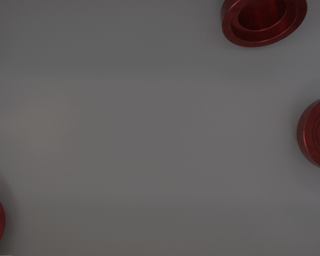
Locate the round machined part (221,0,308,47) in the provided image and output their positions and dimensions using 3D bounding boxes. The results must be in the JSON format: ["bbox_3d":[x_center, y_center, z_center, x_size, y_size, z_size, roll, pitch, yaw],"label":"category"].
[{"bbox_3d":[0.124,-0.148,0.381,0.099,0.098,0.042,-2,65,0],"label":"round machined part"}]

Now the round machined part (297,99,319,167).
[{"bbox_3d":[0.227,0.007,0.404,0.099,0.042,0.097,0,90,0],"label":"round machined part"}]

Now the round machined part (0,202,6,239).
[{"bbox_3d":[-0.251,0.121,0.384,0.099,0.042,0.098,9,77,-40],"label":"round machined part"}]
